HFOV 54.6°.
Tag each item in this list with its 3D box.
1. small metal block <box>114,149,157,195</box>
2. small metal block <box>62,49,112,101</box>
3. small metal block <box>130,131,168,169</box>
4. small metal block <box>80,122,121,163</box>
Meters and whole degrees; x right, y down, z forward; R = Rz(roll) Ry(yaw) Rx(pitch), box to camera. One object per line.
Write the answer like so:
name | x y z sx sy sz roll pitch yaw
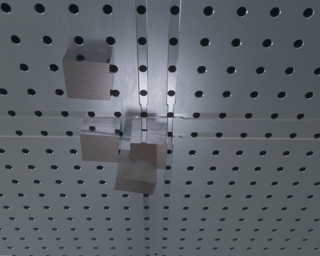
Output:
small metal block | -0.031 0.058 0.411 0.050 0.050 0.025 10 129 -8
small metal block | -0.082 -0.061 0.359 0.050 0.025 0.050 3 130 -3
small metal block | -0.016 0.032 0.438 0.050 0.025 0.050 2 130 -2
small metal block | -0.081 0.020 0.428 0.050 0.025 0.050 4 130 -4
